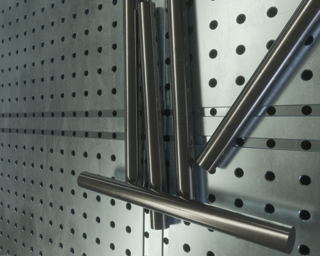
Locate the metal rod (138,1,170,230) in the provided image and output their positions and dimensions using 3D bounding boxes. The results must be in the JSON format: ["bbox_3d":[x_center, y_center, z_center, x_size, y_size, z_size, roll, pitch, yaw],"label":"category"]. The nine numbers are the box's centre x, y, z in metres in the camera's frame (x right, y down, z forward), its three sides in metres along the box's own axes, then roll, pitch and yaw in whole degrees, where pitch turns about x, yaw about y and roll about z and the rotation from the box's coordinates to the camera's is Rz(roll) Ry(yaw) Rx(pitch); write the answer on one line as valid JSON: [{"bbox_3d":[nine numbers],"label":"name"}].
[{"bbox_3d":[-0.009,-0.018,0.414,0.025,0.025,0.298,-6,86,39],"label":"metal rod"}]

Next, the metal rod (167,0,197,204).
[{"bbox_3d":[0.027,-0.039,0.385,0.025,0.025,0.298,-5,87,39],"label":"metal rod"}]

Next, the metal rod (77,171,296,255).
[{"bbox_3d":[0.002,0.089,0.372,0.300,0.025,0.025,6,94,39],"label":"metal rod"}]

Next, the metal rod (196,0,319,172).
[{"bbox_3d":[0.123,-0.077,0.307,0.025,0.025,0.298,44,116,31],"label":"metal rod"}]

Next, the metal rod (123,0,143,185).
[{"bbox_3d":[-0.039,-0.067,0.438,0.025,0.025,0.298,-1,89,39],"label":"metal rod"}]
